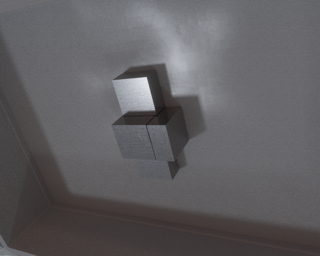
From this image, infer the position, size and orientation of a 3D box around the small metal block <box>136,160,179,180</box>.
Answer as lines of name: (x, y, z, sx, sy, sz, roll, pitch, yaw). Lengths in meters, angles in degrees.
small metal block: (-0.006, 0.044, 0.437, 0.050, 0.025, 0.050, 0, 119, 28)

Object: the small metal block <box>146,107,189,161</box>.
small metal block: (0.011, 0.007, 0.388, 0.025, 0.050, 0.050, 0, 118, 28)

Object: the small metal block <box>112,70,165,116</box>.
small metal block: (-0.027, -0.044, 0.394, 0.050, 0.025, 0.050, 0, 119, 28)

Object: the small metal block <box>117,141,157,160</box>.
small metal block: (-0.020, 0.017, 0.411, 0.050, 0.050, 0.025, 0, 118, 28)

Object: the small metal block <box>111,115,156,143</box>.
small metal block: (-0.026, -0.005, 0.401, 0.050, 0.050, 0.025, 0, 118, 28)
